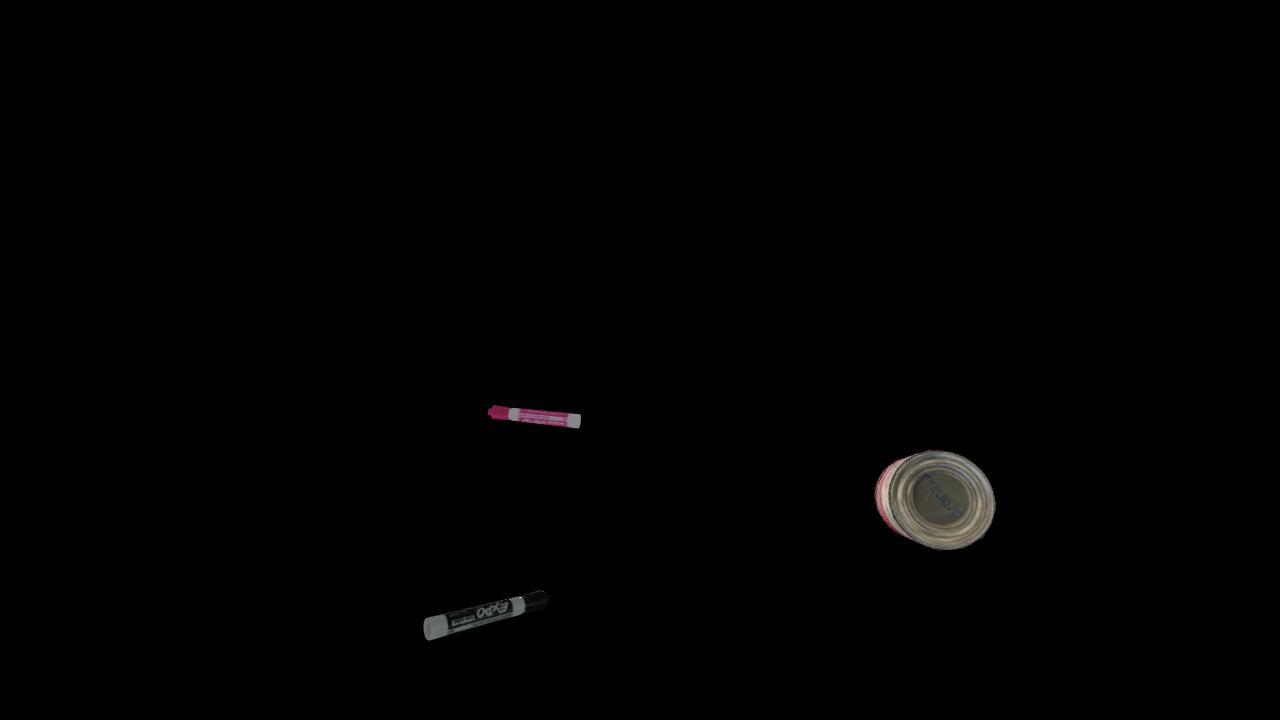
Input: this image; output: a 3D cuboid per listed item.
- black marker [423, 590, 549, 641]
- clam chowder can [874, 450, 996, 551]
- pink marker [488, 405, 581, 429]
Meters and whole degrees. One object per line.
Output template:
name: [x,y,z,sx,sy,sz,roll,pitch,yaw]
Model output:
black marker: [-0.139,0.235,0.573,0.121,0.020,0.020,2,-1,-40]
clam chowder can: [0.215,0.103,0.457,0.068,0.068,0.102,0,-11,16]
pink marker: [-0.138,0.074,0.801,0.121,0.020,0.020,6,0,3]
